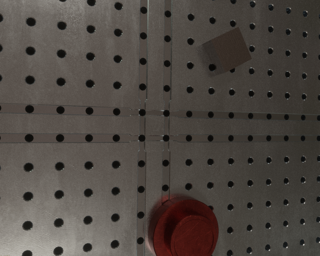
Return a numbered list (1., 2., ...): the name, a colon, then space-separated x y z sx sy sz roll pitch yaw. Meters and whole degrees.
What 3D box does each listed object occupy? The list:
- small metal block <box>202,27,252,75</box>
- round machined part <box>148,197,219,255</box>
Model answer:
1. small metal block: 0.098 -0.111 0.450 0.050 0.025 0.050 -29 100 -18
2. round machined part: 0.037 0.146 0.419 0.099 0.042 0.097 0 90 -21
